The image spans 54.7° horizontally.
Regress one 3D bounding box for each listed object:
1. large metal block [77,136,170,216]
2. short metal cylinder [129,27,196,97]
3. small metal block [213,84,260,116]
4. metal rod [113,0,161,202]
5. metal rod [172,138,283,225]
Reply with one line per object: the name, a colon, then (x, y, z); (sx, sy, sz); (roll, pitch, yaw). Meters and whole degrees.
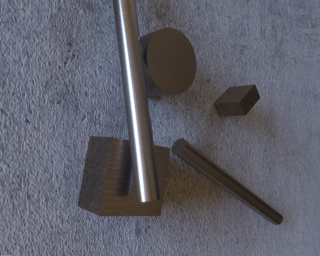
large metal block: (-0.040, 0.056, 0.357); (0.081, 0.050, 0.080); (14, 81, -40)
short metal cylinder: (0.000, -0.080, 0.390); (0.081, 0.050, 0.079); (0, 90, -40)
small metal block: (0.123, -0.044, 0.494); (0.050, 0.050, 0.025); (-44, 117, -31)
metal rod: (-0.031, -0.072, 0.339); (0.025, 0.025, 0.298); (1, 77, -40)
metal rod: (0.125, 0.100, 0.513); (0.301, 0.025, 0.025); (37, 67, -34)
